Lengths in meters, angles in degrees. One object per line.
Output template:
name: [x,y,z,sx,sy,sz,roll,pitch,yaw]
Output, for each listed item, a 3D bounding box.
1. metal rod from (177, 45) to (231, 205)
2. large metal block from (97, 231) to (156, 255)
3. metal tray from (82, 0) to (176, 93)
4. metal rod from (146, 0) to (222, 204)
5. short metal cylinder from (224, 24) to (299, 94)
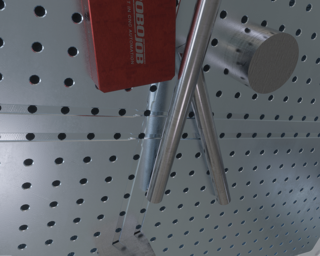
metal rod: [0.073,0.016,0.460,0.025,0.025,0.299,-28,128,-11]
large metal block: [-0.050,0.230,0.510,0.081,0.050,0.079,-20,126,-17]
metal tray: [-0.030,-0.108,0.325,0.091,0.030,0.129,-14,125,-21]
metal rod: [0.022,-0.016,0.392,0.025,0.025,0.298,-5,127,-26]
short metal cylinder: [0.134,-0.092,0.411,0.081,0.050,0.079,-14,124,-21]
